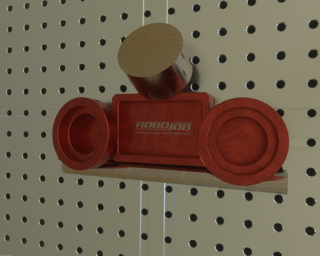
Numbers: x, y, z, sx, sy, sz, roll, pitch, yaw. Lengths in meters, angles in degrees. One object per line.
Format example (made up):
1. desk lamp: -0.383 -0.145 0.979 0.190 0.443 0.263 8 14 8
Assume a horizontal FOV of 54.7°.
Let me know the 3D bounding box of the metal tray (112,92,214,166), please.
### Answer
1. metal tray: 0.002 0.000 0.404 0.130 0.030 0.089 1 91 19

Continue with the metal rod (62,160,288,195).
1. metal rod: 0.005 0.059 0.406 0.301 0.025 0.025 2 91 19

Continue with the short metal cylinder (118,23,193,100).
1. short metal cylinder: -0.005 -0.081 0.381 0.080 0.050 0.080 -8 61 15

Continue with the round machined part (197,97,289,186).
1. round machined part: 0.094 0.015 0.361 0.098 0.042 0.097 0 88 12

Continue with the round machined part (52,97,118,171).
1. round machined part: -0.098 0.008 0.429 0.098 0.042 0.097 -1 87 28
